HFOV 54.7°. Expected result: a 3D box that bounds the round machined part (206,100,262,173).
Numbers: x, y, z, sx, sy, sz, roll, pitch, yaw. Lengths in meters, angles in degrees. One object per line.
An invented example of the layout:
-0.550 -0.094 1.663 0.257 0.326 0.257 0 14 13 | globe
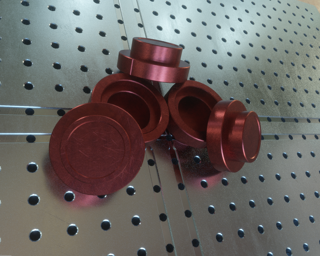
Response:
0.104 0.011 0.414 0.099 0.042 0.097 -3 94 -53 | round machined part

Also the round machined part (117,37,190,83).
-0.007 -0.096 0.421 0.099 0.042 0.098 11 21 -4 | round machined part

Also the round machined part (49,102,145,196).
-0.064 0.021 0.321 0.099 0.042 0.097 0 89 -6 | round machined part

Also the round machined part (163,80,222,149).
0.045 -0.015 0.432 0.099 0.042 0.098 14 56 -21 | round machined part

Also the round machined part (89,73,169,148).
-0.042 -0.016 0.385 0.099 0.042 0.098 14 56 -21 | round machined part
